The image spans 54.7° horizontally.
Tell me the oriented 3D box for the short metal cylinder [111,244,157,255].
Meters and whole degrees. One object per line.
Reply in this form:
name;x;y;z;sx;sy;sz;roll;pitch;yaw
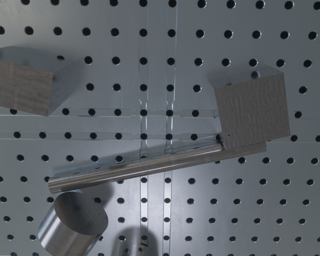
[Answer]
short metal cylinder;-0.042;0.231;0.485;0.081;0.050;0.079;0;110;0

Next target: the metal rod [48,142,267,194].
metal rod;-0.006;0.051;0.431;0.302;0.025;0.025;-12;110;4

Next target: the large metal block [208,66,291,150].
large metal block;0.111;-0.026;0.391;0.080;0.050;0.080;-13;110;4

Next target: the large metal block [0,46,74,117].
large metal block;-0.155;-0.057;0.361;0.080;0.080;0.050;13;110;-5

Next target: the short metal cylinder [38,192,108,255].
short metal cylinder;-0.120;0.135;0.433;0.080;0.080;0.050;31;107;-11
